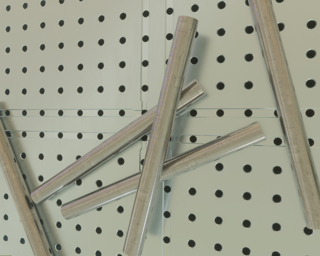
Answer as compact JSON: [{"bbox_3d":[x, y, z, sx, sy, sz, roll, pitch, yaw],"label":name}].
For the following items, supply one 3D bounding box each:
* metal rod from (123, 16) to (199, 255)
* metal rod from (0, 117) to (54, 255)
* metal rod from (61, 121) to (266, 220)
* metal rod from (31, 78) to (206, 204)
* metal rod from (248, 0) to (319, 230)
[{"bbox_3d":[-0.001,0.014,0.384,0.025,0.025,0.298,15,95,19],"label":"metal rod"},{"bbox_3d":[-0.225,0.094,0.489,0.025,0.025,0.299,-28,81,17],"label":"metal rod"},{"bbox_3d":[-0.008,0.064,0.414,0.300,0.025,0.025,-25,82,17],"label":"metal rod"},{"bbox_3d":[-0.069,0.027,0.435,0.300,0.025,0.025,-33,80,16],"label":"metal rod"},{"bbox_3d":[0.146,-0.035,0.361,0.025,0.025,0.298,-14,85,19],"label":"metal rod"}]
